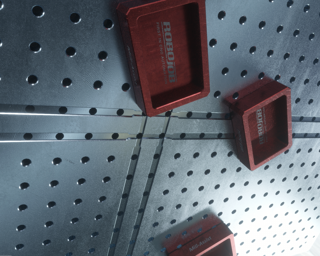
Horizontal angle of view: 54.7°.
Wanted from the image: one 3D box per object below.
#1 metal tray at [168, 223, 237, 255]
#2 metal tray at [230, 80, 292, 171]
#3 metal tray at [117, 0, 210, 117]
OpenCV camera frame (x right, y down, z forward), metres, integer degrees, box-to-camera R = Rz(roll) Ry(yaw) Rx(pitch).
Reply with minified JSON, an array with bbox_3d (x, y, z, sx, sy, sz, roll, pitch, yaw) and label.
[{"bbox_3d":[0.087,0.254,0.615,0.131,0.030,0.090,-26,128,-13],"label":"metal tray"},{"bbox_3d":[0.167,-0.001,0.501,0.090,0.030,0.129,-29,129,-10],"label":"metal tray"},{"bbox_3d":[0.010,-0.085,0.361,0.091,0.030,0.129,-21,127,-16],"label":"metal tray"}]
